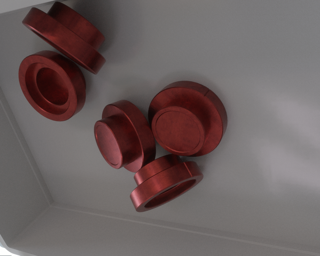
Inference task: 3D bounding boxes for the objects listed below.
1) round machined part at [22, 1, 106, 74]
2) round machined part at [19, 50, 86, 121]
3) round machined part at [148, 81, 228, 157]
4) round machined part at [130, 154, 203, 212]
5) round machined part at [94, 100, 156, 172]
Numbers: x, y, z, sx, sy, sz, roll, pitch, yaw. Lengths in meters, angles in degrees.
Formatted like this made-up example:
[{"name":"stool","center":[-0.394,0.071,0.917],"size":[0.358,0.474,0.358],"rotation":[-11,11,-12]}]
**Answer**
[{"name":"round machined part","center":[-0.104,-0.108,0.363],"size":[0.098,0.098,0.042],"rotation":[34,89,5]},{"name":"round machined part","center":[-0.145,-0.062,0.436],"size":[0.098,0.042,0.097],"rotation":[13,124,21]},{"name":"round machined part","center":[0.029,-0.005,0.379],"size":[0.098,0.042,0.097],"rotation":[13,124,21]},{"name":"round machined part","center":[0.005,0.069,0.410],"size":[0.097,0.099,0.042],"rotation":[-48,62,39]},{"name":"round machined part","center":[-0.052,0.015,0.410],"size":[0.098,0.042,0.097],"rotation":[34,136,40]}]
